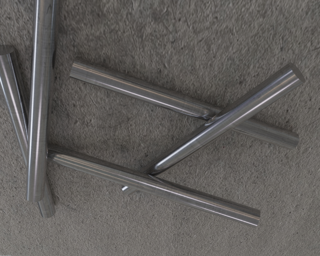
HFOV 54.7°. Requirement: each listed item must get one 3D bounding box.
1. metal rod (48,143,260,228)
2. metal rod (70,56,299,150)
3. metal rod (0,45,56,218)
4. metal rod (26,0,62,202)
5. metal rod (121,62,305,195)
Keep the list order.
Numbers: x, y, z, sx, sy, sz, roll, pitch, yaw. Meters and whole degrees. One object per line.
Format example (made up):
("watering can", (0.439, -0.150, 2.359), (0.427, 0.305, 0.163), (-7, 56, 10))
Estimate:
("metal rod", (-0.013, 0.078, 0.427), (0.301, 0.025, 0.025), (17, 129, 3))
("metal rod", (0.042, -0.025, 0.385), (0.302, 0.025, 0.025), (17, 128, -15))
("metal rod", (-0.180, 0.029, 0.429), (0.025, 0.025, 0.298), (3, 130, -3))
("metal rod", (-0.143, -0.019, 0.370), (0.025, 0.025, 0.298), (12, 124, -10))
("metal rod", (0.043, 0.019, 0.396), (0.025, 0.025, 0.299), (31, 132, -24))
